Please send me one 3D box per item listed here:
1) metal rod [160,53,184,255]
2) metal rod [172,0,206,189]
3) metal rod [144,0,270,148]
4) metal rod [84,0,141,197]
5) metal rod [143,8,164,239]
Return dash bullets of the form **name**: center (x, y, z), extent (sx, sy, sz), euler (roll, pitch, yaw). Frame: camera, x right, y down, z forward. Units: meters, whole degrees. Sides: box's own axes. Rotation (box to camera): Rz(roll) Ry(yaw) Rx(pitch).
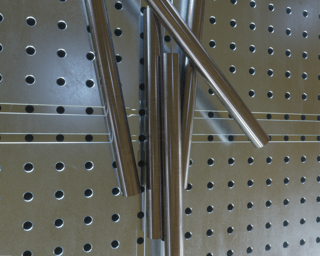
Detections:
- **metal rod**: center (0.016, 0.056, 0.398), extent (0.025, 0.025, 0.298), euler (-2, 91, -20)
- **metal rod**: center (0.040, -0.068, 0.428), extent (0.025, 0.025, 0.298), euler (7, 88, -20)
- **metal rod**: center (0.052, -0.092, 0.404), extent (0.025, 0.025, 0.300), euler (-43, 104, -15)
- **metal rod**: center (-0.063, -0.062, 0.389), extent (0.025, 0.025, 0.298), euler (-12, 94, -20)
- **metal rod**: center (-0.007, -0.006, 0.410), extent (0.025, 0.025, 0.298), euler (-1, 90, -20)
